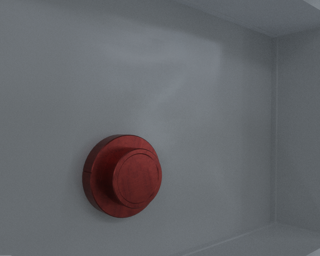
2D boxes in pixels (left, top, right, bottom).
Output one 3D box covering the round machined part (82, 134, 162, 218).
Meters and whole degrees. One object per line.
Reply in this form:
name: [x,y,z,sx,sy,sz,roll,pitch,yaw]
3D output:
round machined part: [-0.037,0.057,0.364,0.099,0.042,0.097,0,90,-40]
